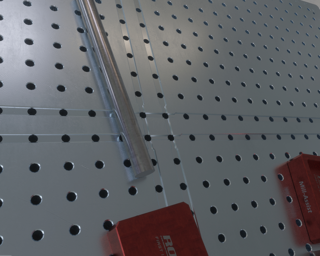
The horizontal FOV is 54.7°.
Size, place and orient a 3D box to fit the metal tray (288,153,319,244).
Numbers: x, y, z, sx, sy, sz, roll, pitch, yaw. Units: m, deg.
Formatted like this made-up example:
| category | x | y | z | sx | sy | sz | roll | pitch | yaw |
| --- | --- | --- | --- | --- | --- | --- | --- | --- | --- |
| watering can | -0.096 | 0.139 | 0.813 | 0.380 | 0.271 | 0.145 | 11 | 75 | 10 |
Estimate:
| category | x | y | z | sx | sy | sz | roll | pitch | yaw |
| --- | --- | --- | --- | --- | --- | --- | --- | --- | --- |
| metal tray | 0.257 | 0.108 | 0.476 | 0.091 | 0.030 | 0.130 | 9 | 58 | -23 |

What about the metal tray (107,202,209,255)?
| category | x | y | z | sx | sy | sz | roll | pitch | yaw |
| --- | --- | --- | --- | --- | --- | --- | --- | --- | --- |
| metal tray | 0.009 | 0.151 | 0.317 | 0.091 | 0.030 | 0.130 | -8 | 66 | -32 |

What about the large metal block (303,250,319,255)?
| category | x | y | z | sx | sy | sz | roll | pitch | yaw |
| --- | --- | --- | --- | --- | --- | --- | --- | --- | --- |
| large metal block | 0.202 | 0.199 | 0.379 | 0.081 | 0.050 | 0.080 | -4 | 64 | -30 |

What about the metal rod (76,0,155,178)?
| category | x | y | z | sx | sy | sz | roll | pitch | yaw |
| --- | --- | --- | --- | --- | --- | --- | --- | --- | --- |
| metal rod | -0.068 | -0.077 | 0.418 | 0.025 | 0.025 | 0.299 | -8 | 66 | -32 |
